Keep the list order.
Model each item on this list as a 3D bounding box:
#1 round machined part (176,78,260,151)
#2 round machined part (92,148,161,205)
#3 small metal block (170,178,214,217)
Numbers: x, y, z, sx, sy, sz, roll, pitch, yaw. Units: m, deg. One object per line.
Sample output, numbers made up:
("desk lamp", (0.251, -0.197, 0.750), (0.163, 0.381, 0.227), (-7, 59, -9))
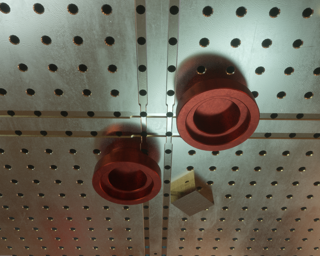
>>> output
("round machined part", (0.069, -0.020, 0.384), (0.099, 0.042, 0.097), (0, 130, 0))
("round machined part", (-0.047, 0.067, 0.457), (0.099, 0.042, 0.097), (0, 130, 0))
("small metal block", (0.053, 0.115, 0.510), (0.050, 0.025, 0.050), (-34, 123, 25))
